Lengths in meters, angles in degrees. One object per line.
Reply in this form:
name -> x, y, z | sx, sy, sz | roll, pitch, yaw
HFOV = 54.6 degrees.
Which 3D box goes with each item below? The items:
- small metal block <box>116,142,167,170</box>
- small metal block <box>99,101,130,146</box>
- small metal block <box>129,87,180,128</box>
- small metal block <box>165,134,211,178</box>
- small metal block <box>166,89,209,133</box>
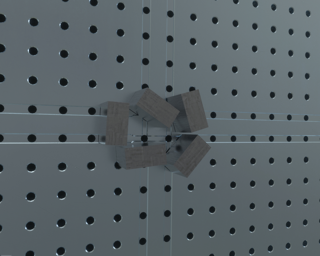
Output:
small metal block -> -0.025, 0.034, 0.390 | 0.050, 0.050, 0.025 | -5, 92, -20
small metal block -> -0.057, -0.005, 0.378 | 0.025, 0.050, 0.050 | 4, 89, -20
small metal block -> -0.010, -0.024, 0.395 | 0.050, 0.050, 0.025 | 35, 80, -17
small metal block -> 0.033, 0.035, 0.410 | 0.025, 0.050, 0.050 | 44, 76, -14
small metal block -> 0.035, -0.021, 0.411 | 0.025, 0.050, 0.050 | -17, 95, -19
